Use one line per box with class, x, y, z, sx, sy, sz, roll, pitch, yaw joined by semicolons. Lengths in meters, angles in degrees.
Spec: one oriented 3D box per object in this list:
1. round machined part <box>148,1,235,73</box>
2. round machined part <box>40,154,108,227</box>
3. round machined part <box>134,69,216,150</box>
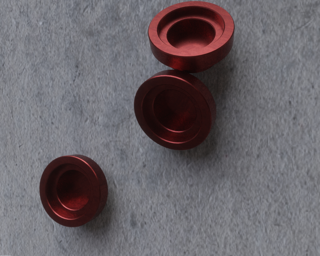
round machined part;0.037;-0.104;0.370;0.099;0.042;0.098;-4;56;6
round machined part;-0.117;0.086;0.440;0.098;0.042;0.097;0;90;19
round machined part;0.021;-0.025;0.378;0.098;0.042;0.097;13;123;21
